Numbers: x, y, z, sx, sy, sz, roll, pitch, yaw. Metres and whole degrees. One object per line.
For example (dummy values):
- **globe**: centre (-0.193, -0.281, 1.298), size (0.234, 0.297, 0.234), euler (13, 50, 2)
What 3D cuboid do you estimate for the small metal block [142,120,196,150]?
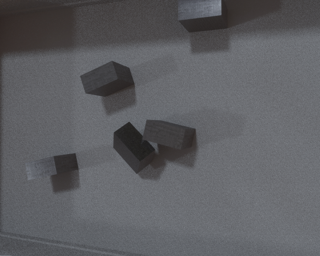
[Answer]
- **small metal block**: centre (0.013, 0.007, 0.393), size (0.050, 0.050, 0.025), euler (14, 95, 19)

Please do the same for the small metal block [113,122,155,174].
- **small metal block**: centre (-0.035, 0.027, 0.407), size (0.025, 0.050, 0.050), euler (-38, 75, -23)

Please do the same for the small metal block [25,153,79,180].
- **small metal block**: centre (-0.157, 0.056, 0.453), size (0.050, 0.050, 0.025), euler (-14, 86, 19)

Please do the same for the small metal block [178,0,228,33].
- **small metal block**: centre (0.054, -0.139, 0.378), size (0.050, 0.050, 0.025), euler (0, 90, 20)

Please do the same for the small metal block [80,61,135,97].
- **small metal block**: centre (-0.070, -0.065, 0.422), size (0.050, 0.050, 0.025), euler (-21, 83, 19)
